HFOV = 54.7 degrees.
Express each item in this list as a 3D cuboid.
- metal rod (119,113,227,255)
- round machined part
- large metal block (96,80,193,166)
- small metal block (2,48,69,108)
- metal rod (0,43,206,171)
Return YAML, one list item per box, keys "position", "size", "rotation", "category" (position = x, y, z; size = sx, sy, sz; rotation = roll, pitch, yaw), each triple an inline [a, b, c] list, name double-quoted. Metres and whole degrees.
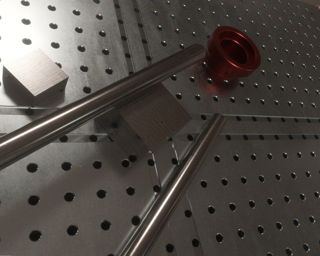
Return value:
- position: [0.015, 0.078, 0.369]
  size: [0.025, 0.025, 0.301]
  rotation: [40, 51, -1]
  category: "metal rod"
- position: [0.125, -0.128, 0.545]
  size: [0.099, 0.042, 0.098]
  rotation: [14, 56, -21]
  category: "round machined part"
- position: [-0.021, -0.013, 0.390]
  size: [0.080, 0.050, 0.081]
  rotation: [50, 51, 6]
  category: "large metal block"
- position: [-0.147, -0.060, 0.366]
  size: [0.050, 0.025, 0.050]
  rotation: [44, 51, 2]
  category: "small metal block"
- position: [-0.043, -0.041, 0.346]
  size: [0.302, 0.025, 0.025]
  rotation: [-35, 82, -38]
  category: "metal rod"
